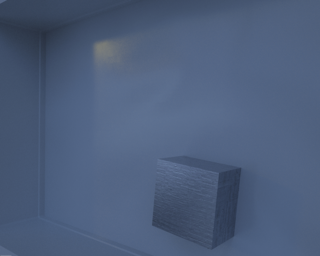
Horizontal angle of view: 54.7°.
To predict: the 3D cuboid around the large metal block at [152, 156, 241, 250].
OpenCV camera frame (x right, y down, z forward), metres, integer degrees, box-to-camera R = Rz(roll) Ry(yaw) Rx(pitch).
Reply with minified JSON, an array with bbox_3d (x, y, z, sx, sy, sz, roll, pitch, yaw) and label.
[{"bbox_3d":[0.041,0.080,0.355,0.080,0.050,0.079,8,95,39],"label":"large metal block"}]
